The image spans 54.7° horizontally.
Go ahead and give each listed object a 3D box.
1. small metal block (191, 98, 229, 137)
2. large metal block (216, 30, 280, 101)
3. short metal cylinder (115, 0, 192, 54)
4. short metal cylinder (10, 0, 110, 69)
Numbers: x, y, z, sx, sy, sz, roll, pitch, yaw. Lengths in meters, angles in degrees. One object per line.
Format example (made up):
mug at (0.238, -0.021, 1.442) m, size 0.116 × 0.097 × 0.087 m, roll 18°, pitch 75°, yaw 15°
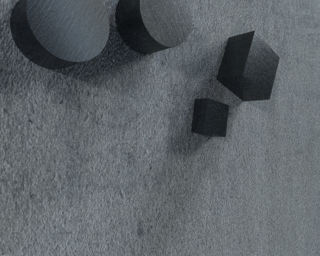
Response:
small metal block at (0.076, -0.015, 0.468) m, size 0.050 × 0.025 × 0.050 m, roll 12°, pitch 82°, yaw -39°
large metal block at (0.147, -0.099, 0.511) m, size 0.080 × 0.050 × 0.080 m, roll 30°, pitch 72°, yaw -36°
short metal cylinder at (-0.007, -0.135, 0.382) m, size 0.081 × 0.050 × 0.080 m, roll 0°, pitch 90°, yaw -40°
short metal cylinder at (-0.098, -0.101, 0.306) m, size 0.081 × 0.050 × 0.080 m, roll 0°, pitch 90°, yaw -40°
